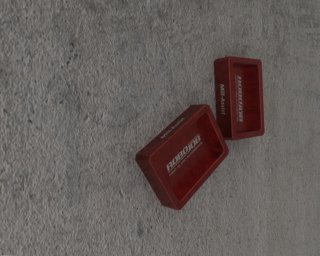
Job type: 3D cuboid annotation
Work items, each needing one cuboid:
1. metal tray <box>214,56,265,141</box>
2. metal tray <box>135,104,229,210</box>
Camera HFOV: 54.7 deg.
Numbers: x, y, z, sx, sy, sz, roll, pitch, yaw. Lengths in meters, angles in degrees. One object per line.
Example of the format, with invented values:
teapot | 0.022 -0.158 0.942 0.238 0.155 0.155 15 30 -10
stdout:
metal tray | 0.133 -0.048 0.511 0.091 0.030 0.129 -6 94 -40
metal tray | 0.037 0.037 0.431 0.131 0.030 0.090 -42 115 -32
